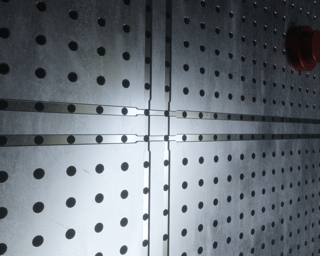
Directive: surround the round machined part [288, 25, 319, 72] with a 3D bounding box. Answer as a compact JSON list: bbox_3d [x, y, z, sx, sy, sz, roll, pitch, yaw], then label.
[{"bbox_3d":[0.320,-0.172,0.666,0.099,0.042,0.097,0,90,-40],"label":"round machined part"}]
